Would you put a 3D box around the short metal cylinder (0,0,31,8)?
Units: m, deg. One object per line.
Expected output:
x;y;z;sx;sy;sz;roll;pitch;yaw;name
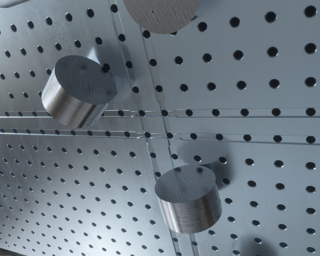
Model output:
-0.173;-0.183;0.351;0.050;0.080;0.080;-3;117;29;short metal cylinder

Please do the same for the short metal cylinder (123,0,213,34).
0.009;-0.138;0.304;0.080;0.050;0.079;13;124;20;short metal cylinder

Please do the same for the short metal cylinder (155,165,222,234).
0.038;0.092;0.412;0.080;0.080;0.050;-1;118;28;short metal cylinder

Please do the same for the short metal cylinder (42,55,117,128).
-0.104;-0.047;0.399;0.080;0.080;0.050;43;129;-2;short metal cylinder
